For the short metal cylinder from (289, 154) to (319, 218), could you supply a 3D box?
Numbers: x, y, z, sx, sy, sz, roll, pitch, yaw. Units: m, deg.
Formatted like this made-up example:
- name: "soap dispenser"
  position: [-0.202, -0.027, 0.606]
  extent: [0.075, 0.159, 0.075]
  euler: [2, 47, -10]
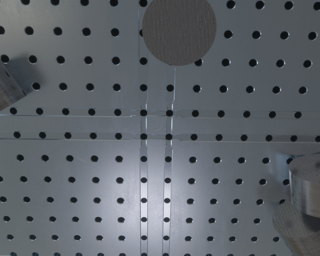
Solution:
- name: "short metal cylinder"
  position: [0.216, 0.075, 0.414]
  extent: [0.080, 0.080, 0.050]
  euler: [-9, 110, 3]

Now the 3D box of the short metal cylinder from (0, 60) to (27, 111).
- name: "short metal cylinder"
  position: [-0.210, -0.039, 0.368]
  extent: [0.080, 0.080, 0.050]
  euler: [-27, 108, 9]

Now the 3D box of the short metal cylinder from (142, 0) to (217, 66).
- name: "short metal cylinder"
  position: [0.021, -0.116, 0.357]
  extent: [0.081, 0.050, 0.079]
  euler: [0, 110, 0]

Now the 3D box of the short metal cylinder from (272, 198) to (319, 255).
- name: "short metal cylinder"
  position: [0.209, 0.139, 0.437]
  extent: [0.080, 0.080, 0.050]
  euler: [-32, 107, 11]
